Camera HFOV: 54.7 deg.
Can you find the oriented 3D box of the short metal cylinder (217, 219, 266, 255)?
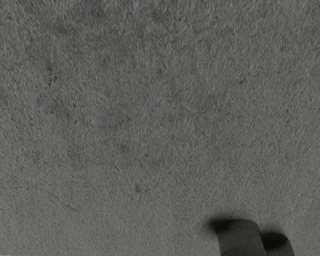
[{"bbox_3d":[0.150,0.214,0.574,0.081,0.050,0.079,0,130,0],"label":"short metal cylinder"}]

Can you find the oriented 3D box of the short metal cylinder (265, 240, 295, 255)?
[{"bbox_3d":[0.235,0.261,0.595,0.050,0.080,0.080,-17,128,14],"label":"short metal cylinder"}]
